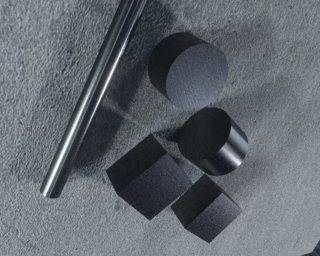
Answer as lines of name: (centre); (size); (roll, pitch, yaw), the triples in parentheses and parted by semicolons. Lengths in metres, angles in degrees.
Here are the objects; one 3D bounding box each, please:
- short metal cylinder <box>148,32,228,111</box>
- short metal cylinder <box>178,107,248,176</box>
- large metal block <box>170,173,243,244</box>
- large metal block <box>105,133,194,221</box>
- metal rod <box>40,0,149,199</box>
short metal cylinder: (0.033, -0.067, 0.367); (0.081, 0.050, 0.079); (-14, 124, -21)
short metal cylinder: (0.072, 0.019, 0.422); (0.080, 0.080, 0.050); (-47, 129, 4)
large metal block: (0.079, 0.135, 0.518); (0.080, 0.050, 0.080); (-45, 129, 3)
large metal block: (-0.013, 0.068, 0.426); (0.080, 0.050, 0.080); (-40, 130, -1)
metal rod: (-0.068, -0.048, 0.339); (0.025, 0.025, 0.298); (16, 110, -35)
